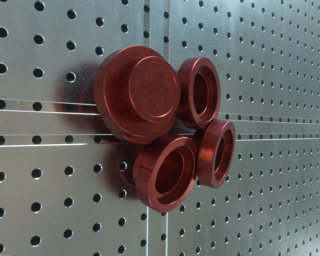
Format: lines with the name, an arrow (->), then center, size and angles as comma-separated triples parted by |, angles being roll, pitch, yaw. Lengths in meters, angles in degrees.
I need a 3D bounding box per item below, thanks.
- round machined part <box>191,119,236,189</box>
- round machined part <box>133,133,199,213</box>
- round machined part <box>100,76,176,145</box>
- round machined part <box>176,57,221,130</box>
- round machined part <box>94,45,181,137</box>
round machined part -> 0.073, 0.034, 0.446 | 0.099, 0.042, 0.097 | -32, 127, -54
round machined part -> 0.004, 0.053, 0.392 | 0.099, 0.042, 0.097 | -23, 121, -44
round machined part -> -0.029, -0.029, 0.374 | 0.099, 0.042, 0.097 | 0, 90, -40
round machined part -> 0.045, -0.046, 0.426 | 0.099, 0.042, 0.097 | -3, 94, -56
round machined part -> -0.016, -0.039, 0.331 | 0.099, 0.042, 0.097 | 0, 90, -40
